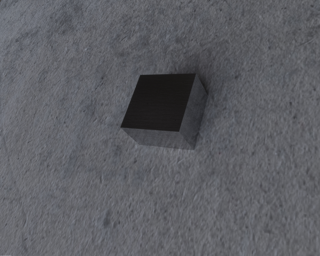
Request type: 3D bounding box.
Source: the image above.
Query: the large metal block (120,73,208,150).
[{"bbox_3d":[0.008,-0.022,0.396,0.080,0.050,0.080,4,64,29],"label":"large metal block"}]
